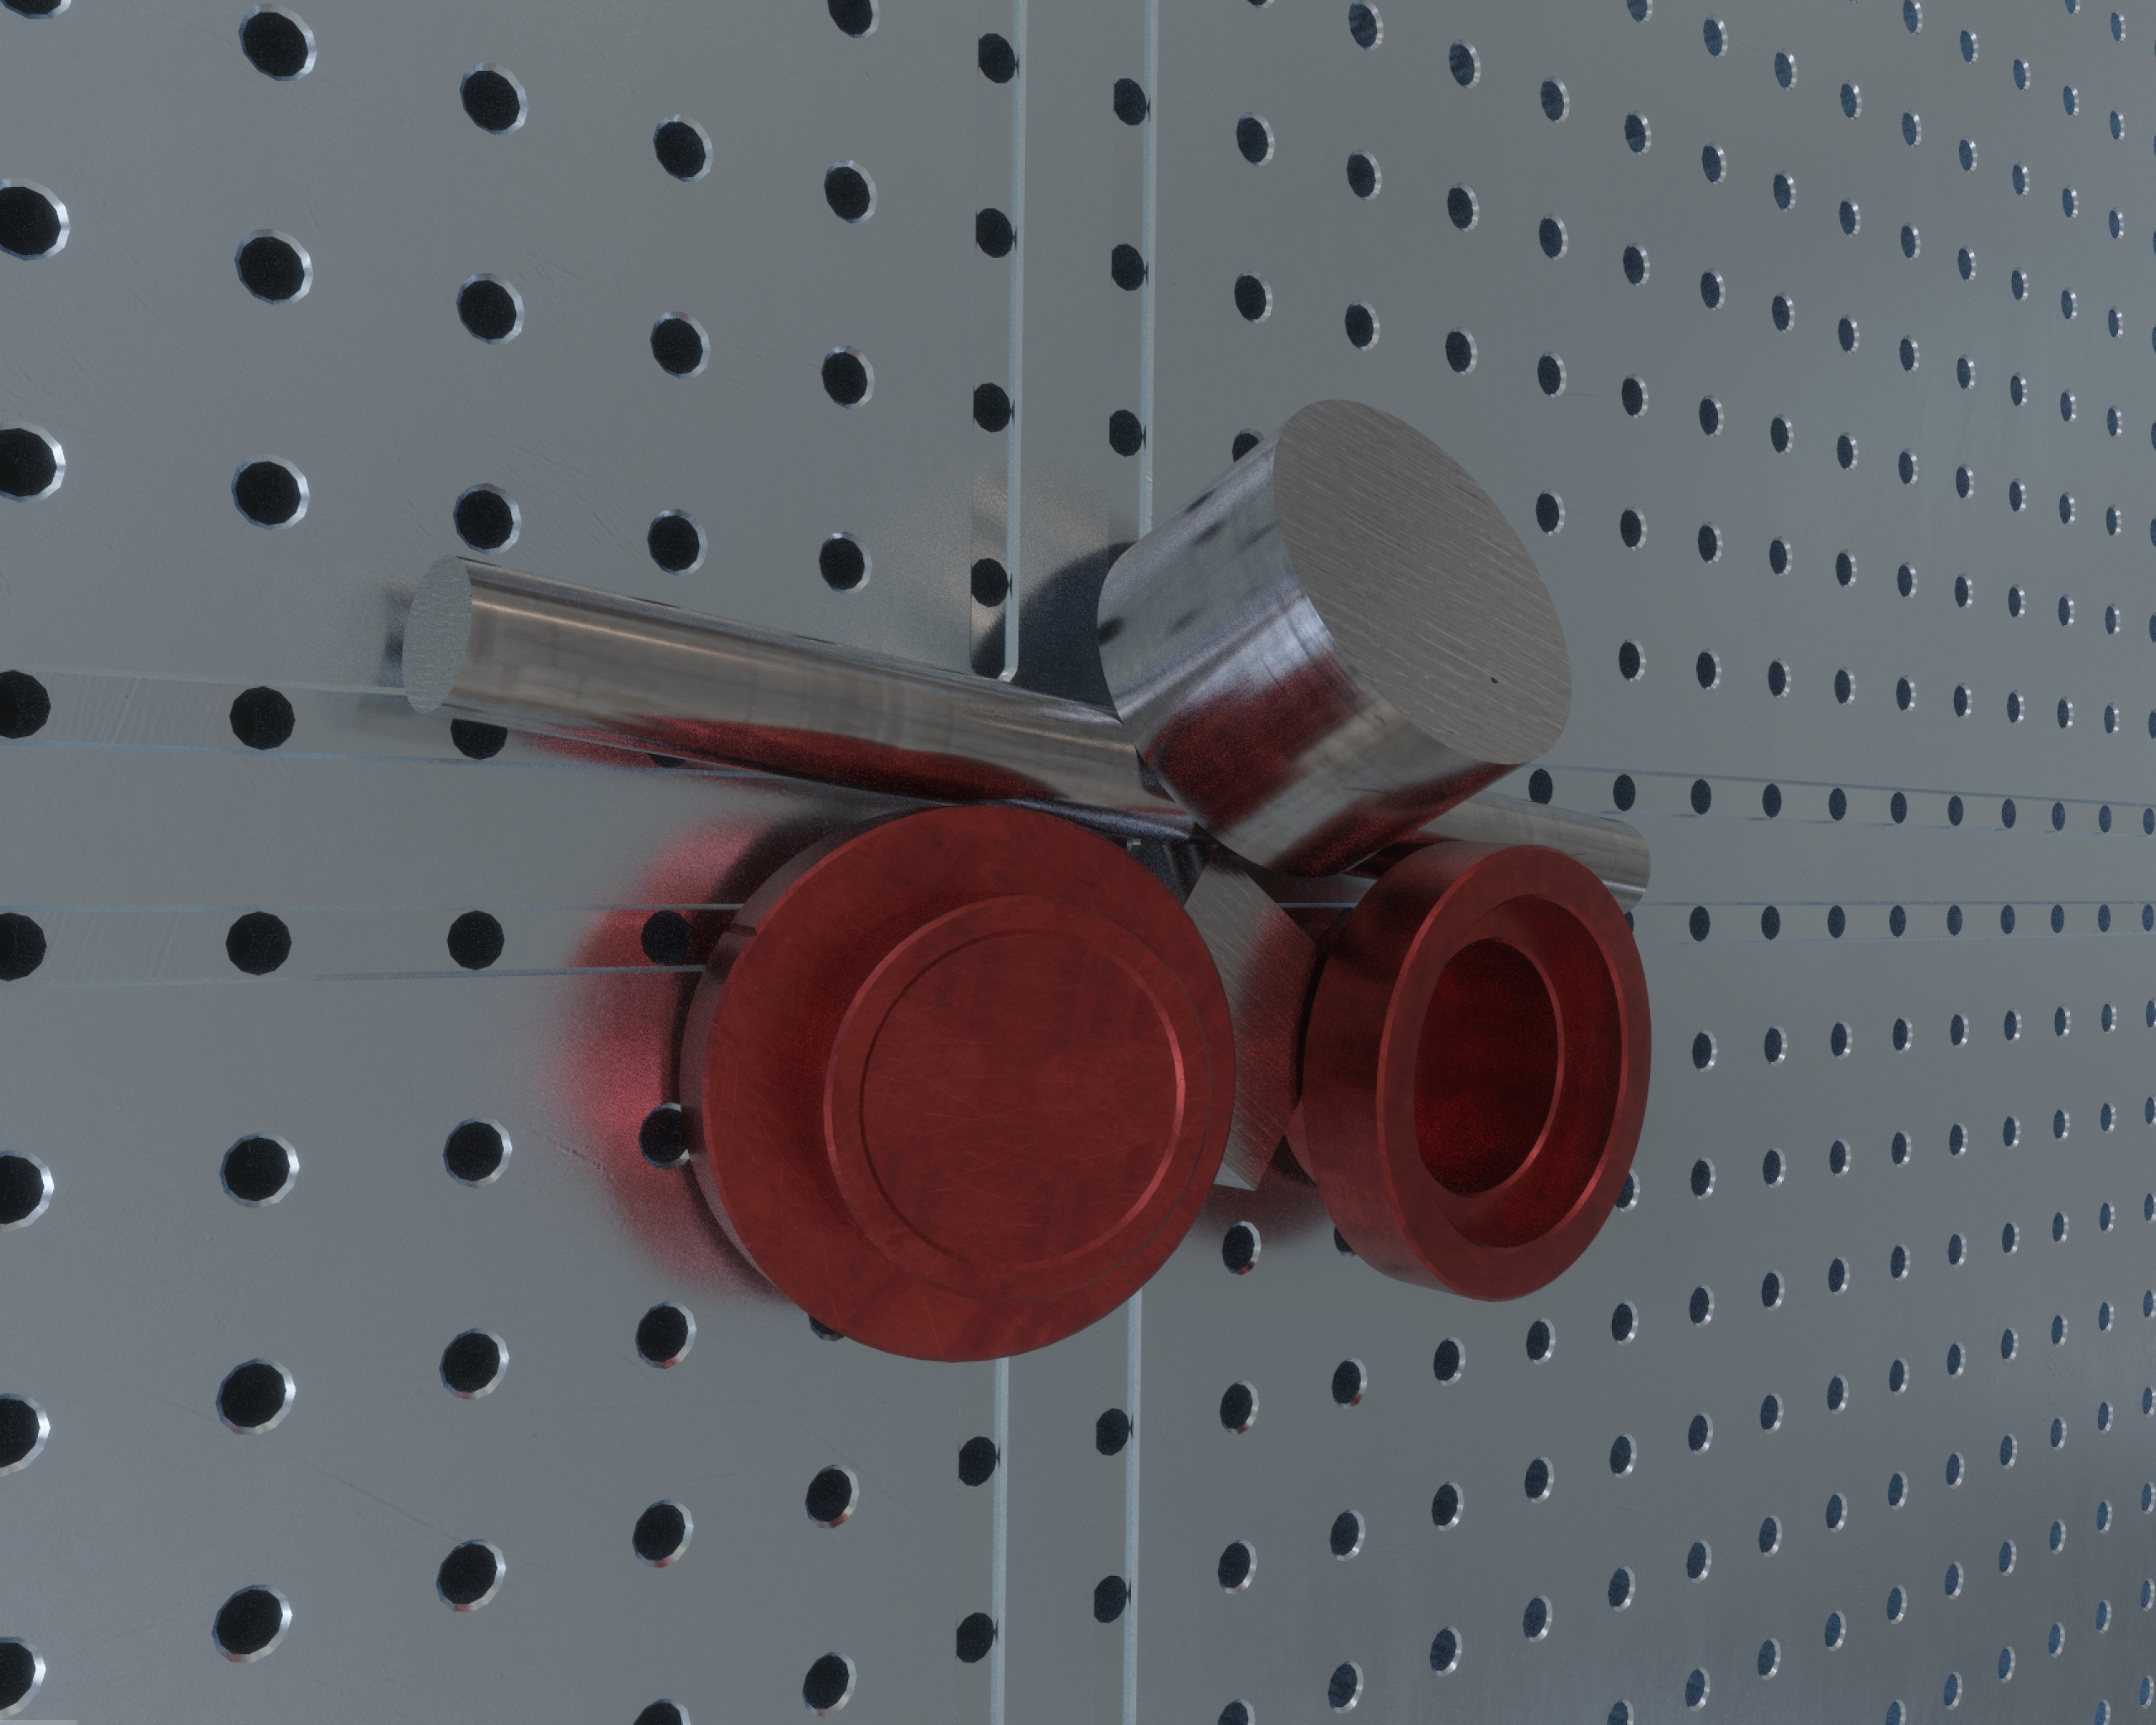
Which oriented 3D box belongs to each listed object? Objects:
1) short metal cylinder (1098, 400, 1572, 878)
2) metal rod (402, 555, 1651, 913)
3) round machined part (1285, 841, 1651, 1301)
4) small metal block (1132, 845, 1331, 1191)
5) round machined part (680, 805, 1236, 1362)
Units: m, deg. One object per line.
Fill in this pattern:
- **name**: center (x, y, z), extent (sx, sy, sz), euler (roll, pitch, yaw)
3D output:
- **short metal cylinder**: center (0.051, -0.043, 0.412), extent (0.080, 0.050, 0.080), euler (24, 50, -31)
- **metal rod**: center (0.016, -0.017, 0.418), extent (0.302, 0.025, 0.025), euler (9, 84, -40)
- **round machined part**: center (0.081, 0.044, 0.459), extent (0.099, 0.042, 0.097), euler (-3, 95, -43)
- **small metal block**: center (0.024, 0.031, 0.424), extent (0.050, 0.025, 0.050), euler (44, 64, -31)
- **round machined part**: center (-0.016, 0.039, 0.363), extent (0.099, 0.042, 0.097), euler (0, 91, -22)
